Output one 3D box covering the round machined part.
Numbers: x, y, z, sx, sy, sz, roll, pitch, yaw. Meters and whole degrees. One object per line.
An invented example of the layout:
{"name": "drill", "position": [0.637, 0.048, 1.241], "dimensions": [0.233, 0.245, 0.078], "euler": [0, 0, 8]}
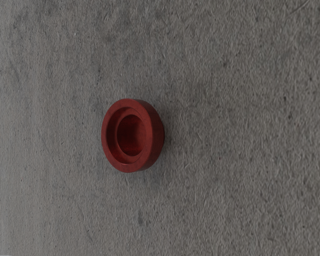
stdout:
{"name": "round machined part", "position": [-0.032, 0.010, 0.422], "dimensions": [0.098, 0.042, 0.097], "euler": [0, 90, 40]}
